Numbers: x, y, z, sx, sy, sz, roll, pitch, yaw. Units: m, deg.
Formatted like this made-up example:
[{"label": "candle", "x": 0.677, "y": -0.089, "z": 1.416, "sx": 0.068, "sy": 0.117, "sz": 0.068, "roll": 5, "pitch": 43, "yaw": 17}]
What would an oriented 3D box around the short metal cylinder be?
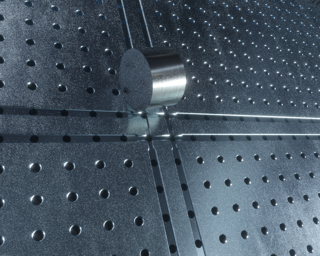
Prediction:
[{"label": "short metal cylinder", "x": -0.011, "y": -0.065, "z": 0.406, "sx": 0.050, "sy": 0.080, "sz": 0.080, "roll": -14, "pitch": 69, "yaw": -34}]
